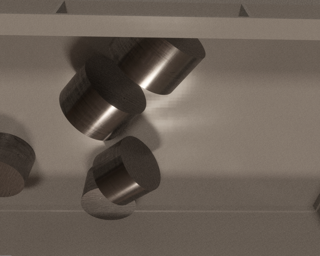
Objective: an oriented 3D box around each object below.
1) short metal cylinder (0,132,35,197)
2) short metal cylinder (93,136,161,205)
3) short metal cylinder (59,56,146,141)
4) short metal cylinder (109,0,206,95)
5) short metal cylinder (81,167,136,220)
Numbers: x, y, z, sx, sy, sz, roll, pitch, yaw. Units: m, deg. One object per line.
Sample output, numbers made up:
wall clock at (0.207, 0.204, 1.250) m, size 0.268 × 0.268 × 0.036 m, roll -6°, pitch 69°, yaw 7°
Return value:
short metal cylinder at (-0.224, 0.052, 0.434) m, size 0.081 × 0.050 × 0.079 m, roll 0°, pitch 130°, yaw 0°
short metal cylinder at (-0.044, 0.058, 0.422) m, size 0.050 × 0.080 × 0.080 m, roll -32°, pitch 123°, yaw 24°
short metal cylinder at (-0.062, -0.033, 0.344) m, size 0.080 × 0.080 × 0.050 m, roll 34°, pitch 122°, yaw -26°
short metal cylinder at (-0.002, -0.079, 0.306) m, size 0.080 × 0.080 × 0.050 m, roll 30°, pitch 124°, yaw -23°
short metal cylinder at (-0.076, 0.097, 0.474) m, size 0.081 × 0.050 × 0.079 m, roll 0°, pitch 130°, yaw 0°
